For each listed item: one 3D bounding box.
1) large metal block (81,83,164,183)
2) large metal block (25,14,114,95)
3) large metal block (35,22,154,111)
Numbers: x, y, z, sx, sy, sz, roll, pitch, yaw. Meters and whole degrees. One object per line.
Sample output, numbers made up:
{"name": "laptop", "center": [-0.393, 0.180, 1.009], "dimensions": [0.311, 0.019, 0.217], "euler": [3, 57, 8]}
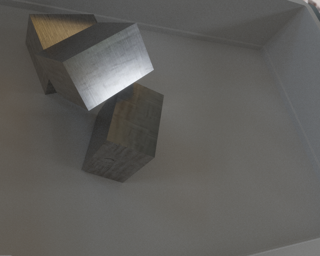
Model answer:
{"name": "large metal block", "center": [-0.041, 0.005, 0.344], "dimensions": [0.050, 0.080, 0.080], "euler": [22, 53, -20]}
{"name": "large metal block", "center": [-0.112, -0.094, 0.387], "dimensions": [0.081, 0.050, 0.080], "euler": [-14, 69, -34]}
{"name": "large metal block", "center": [-0.068, -0.068, 0.318], "dimensions": [0.080, 0.080, 0.050], "euler": [-37, 125, -23]}
